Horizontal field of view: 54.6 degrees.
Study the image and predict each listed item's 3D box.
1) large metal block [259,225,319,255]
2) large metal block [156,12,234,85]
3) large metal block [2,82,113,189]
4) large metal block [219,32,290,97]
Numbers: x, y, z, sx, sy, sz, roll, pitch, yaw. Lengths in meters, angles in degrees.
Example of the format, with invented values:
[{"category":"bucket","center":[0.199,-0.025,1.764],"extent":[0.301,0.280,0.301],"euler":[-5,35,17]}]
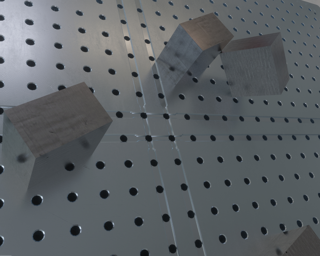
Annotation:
[{"category":"large metal block","center":[0.167,0.178,0.373],"extent":[0.081,0.050,0.080],"euler":[-24,75,-36]},{"category":"large metal block","center":[0.052,-0.121,0.474],"extent":[0.081,0.080,0.050],"euler":[-33,80,-38]},{"category":"large metal block","center":[-0.105,0.008,0.311],"extent":[0.081,0.080,0.050],"euler":[-30,79,-37]},{"category":"large metal block","center":[0.151,-0.098,0.493],"extent":[0.050,0.080,0.080],"euler":[-48,126,-39]}]
